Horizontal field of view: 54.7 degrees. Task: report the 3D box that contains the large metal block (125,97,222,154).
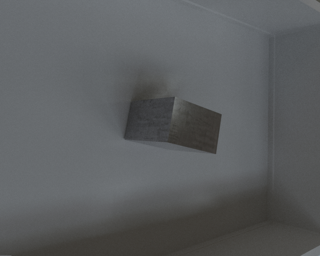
[{"bbox_3d":[0.016,-0.001,0.383,0.081,0.080,0.050,16,80,-39],"label":"large metal block"}]
